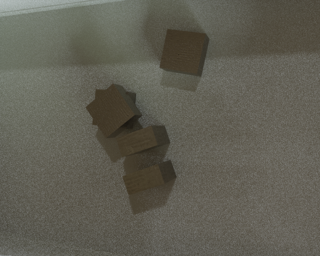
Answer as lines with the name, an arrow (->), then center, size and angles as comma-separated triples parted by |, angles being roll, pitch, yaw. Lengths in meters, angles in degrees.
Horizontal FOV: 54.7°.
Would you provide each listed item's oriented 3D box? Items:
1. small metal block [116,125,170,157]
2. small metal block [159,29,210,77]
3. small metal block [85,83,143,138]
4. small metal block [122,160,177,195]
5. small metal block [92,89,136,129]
small metal block -> -0.021, 0.017, 0.404 | 0.050, 0.050, 0.025 | -20, 84, 18
small metal block -> 0.032, -0.096, 0.399 | 0.050, 0.025, 0.050 | 13, 94, 19
small metal block -> -0.060, -0.022, 0.404 | 0.050, 0.025, 0.050 | -38, 79, 15
small metal block -> -0.012, 0.063, 0.401 | 0.050, 0.050, 0.025 | -21, 83, 18
small metal block -> -0.063, -0.026, 0.432 | 0.050, 0.025, 0.050 | 7, 92, 19
